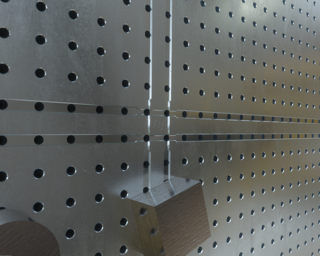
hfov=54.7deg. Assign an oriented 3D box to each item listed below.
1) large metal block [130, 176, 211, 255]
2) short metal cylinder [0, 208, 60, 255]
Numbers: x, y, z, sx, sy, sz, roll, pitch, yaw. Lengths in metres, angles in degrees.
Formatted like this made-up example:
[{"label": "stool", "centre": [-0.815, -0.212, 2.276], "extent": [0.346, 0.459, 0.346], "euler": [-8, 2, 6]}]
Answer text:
[{"label": "large metal block", "centre": [0.016, 0.118, 0.406], "extent": [0.081, 0.050, 0.079], "euler": [-19, 102, -38]}, {"label": "short metal cylinder", "centre": [-0.139, 0.117, 0.277], "extent": [0.081, 0.050, 0.079], "euler": [0, 90, -40]}]
